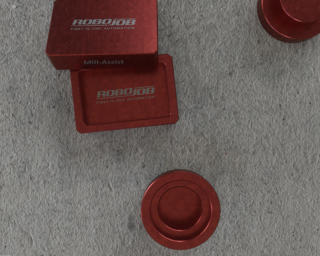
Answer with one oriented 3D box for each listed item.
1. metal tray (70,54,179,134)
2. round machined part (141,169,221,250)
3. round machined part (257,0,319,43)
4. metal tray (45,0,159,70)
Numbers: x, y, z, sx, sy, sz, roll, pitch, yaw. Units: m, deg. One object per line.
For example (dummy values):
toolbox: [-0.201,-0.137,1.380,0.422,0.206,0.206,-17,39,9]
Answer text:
metal tray: [-0.045,-0.044,0.406,0.131,0.030,0.089,-6,90,-1]
round machined part: [0.026,0.102,0.402,0.099,0.042,0.097,0,90,-1]
round machined part: [0.182,-0.165,0.404,0.099,0.042,0.097,0,90,-1]
metal tray: [-0.068,-0.119,0.388,0.131,0.030,0.090,-1,66,0]
